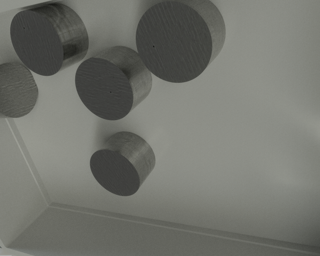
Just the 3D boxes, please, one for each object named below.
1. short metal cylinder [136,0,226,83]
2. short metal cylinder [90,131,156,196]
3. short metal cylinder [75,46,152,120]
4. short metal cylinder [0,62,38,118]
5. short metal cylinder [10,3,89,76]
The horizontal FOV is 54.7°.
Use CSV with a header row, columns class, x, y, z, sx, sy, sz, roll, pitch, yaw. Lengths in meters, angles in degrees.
class,x,y,z,sx,sy,sz,roll,pitch,yaw
short metal cylinder,0.022,-0.093,0.322,0.080,0.050,0.079,13,124,20
short metal cylinder,-0.054,0.052,0.451,0.080,0.050,0.079,13,124,20
short metal cylinder,-0.057,-0.056,0.386,0.080,0.050,0.079,13,124,20
short metal cylinder,-0.232,-0.054,0.459,0.050,0.080,0.080,-1,118,28
short metal cylinder,-0.139,-0.113,0.394,0.080,0.050,0.079,13,124,20
